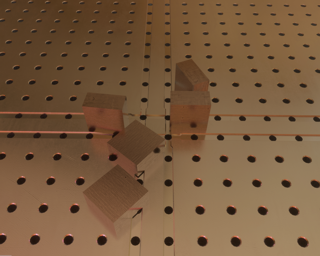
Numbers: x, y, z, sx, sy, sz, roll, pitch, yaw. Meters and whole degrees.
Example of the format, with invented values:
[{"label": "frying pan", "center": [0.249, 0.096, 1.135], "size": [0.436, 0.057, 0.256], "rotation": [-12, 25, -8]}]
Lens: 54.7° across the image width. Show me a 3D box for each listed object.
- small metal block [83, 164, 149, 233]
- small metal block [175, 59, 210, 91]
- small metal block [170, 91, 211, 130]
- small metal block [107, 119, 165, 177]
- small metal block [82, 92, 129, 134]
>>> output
[{"label": "small metal block", "center": [-0.048, 0.076, 0.343], "size": [0.050, 0.025, 0.050], "rotation": [36, 58, 26]}, {"label": "small metal block", "center": [0.044, -0.062, 0.444], "size": [0.025, 0.050, 0.050], "rotation": [-19, 53, -16]}, {"label": "small metal block", "center": [0.039, -0.022, 0.411], "size": [0.050, 0.050, 0.025], "rotation": [1, 50, 0]}, {"label": "small metal block", "center": [-0.029, 0.024, 0.387], "size": [0.050, 0.025, 0.050], "rotation": [34, 57, 24]}, {"label": "small metal block", "center": [-0.069, -0.018, 0.406], "size": [0.050, 0.050, 0.025], "rotation": [6, 50, 4]}]
